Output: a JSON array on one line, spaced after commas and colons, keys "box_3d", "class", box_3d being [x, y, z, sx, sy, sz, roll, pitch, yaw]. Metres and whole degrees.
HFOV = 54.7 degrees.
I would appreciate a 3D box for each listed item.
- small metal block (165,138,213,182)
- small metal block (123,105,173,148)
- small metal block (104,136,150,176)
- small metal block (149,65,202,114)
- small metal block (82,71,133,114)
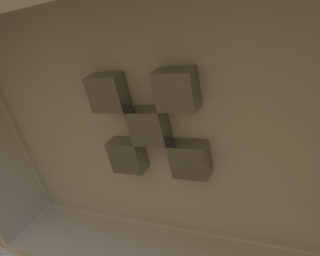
[{"box_3d": [0.040, 0.042, 0.411, 0.050, 0.025, 0.050, 1, 119, 27], "class": "small metal block"}, {"box_3d": [-0.015, -0.002, 0.412, 0.050, 0.025, 0.050, 1, 119, 28], "class": "small metal block"}, {"box_3d": [-0.048, 0.041, 0.457, 0.050, 0.025, 0.050, 1, 119, 28], "class": "small metal block"}, {"box_3d": [0.019, -0.045, 0.368, 0.050, 0.025, 0.050, 2, 120, 27], "class": "small metal block"}, {"box_3d": [-0.070, -0.047, 0.414, 0.050, 0.025, 0.050, 2, 119, 27], "class": "small metal block"}]
